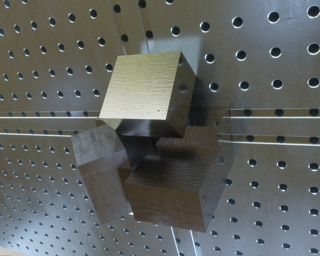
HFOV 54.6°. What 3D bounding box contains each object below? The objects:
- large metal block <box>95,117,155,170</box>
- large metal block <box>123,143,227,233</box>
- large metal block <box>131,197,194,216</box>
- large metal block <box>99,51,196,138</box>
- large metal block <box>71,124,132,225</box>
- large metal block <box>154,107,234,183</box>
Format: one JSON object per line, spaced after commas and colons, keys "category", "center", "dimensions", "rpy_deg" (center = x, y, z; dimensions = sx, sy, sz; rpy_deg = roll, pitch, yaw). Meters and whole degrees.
{"category": "large metal block", "center": [-0.033, 0.016, 0.423], "dimensions": [0.080, 0.050, 0.080], "rpy_deg": [7, 122, 25]}
{"category": "large metal block", "center": [0.020, 0.059, 0.337], "dimensions": [0.080, 0.080, 0.050], "rpy_deg": [2, 119, 27]}
{"category": "large metal block", "center": [0.017, 0.100, 0.422], "dimensions": [0.080, 0.050, 0.080], "rpy_deg": [2, 164, 27]}
{"category": "large metal block", "center": [-0.012, -0.036, 0.350], "dimensions": [0.080, 0.080, 0.050], "rpy_deg": [2, 158, 27]}
{"category": "large metal block", "center": [-0.064, 0.050, 0.366], "dimensions": [0.050, 0.080, 0.080], "rpy_deg": [-20, 117, -13]}
{"category": "large metal block", "center": [0.043, 0.020, 0.385], "dimensions": [0.080, 0.050, 0.080], "rpy_deg": [3, 120, 27]}
